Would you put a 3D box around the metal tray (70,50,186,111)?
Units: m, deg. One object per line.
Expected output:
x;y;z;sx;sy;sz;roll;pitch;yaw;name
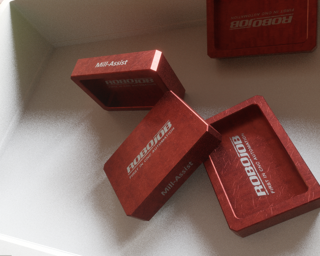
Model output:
-0.042;-0.059;0.420;0.130;0.090;0.030;1;62;28;metal tray

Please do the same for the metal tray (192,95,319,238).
0.096;0.036;0.329;0.090;0.030;0.130;-26;53;11;metal tray

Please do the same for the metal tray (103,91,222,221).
-0.002;0.030;0.360;0.130;0.030;0.090;-49;43;8;metal tray

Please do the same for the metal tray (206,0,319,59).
0.126;-0.137;0.389;0.130;0.030;0.089;2;99;28;metal tray
